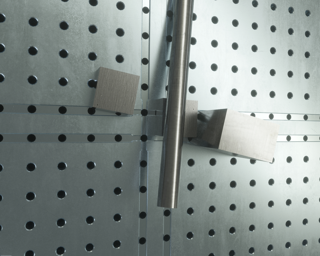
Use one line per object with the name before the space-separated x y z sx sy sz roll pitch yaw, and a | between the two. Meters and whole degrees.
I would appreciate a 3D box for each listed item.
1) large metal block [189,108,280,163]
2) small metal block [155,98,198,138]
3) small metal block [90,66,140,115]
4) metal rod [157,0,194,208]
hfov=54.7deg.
large metal block | 0.098 0.010 0.419 0.081 0.080 0.050 15 85 -20
small metal block | 0.022 -0.013 0.421 0.050 0.025 0.050 3 89 -20
small metal block | -0.057 -0.045 0.391 0.050 0.025 0.050 11 86 -20
metal rod | 0.022 -0.052 0.396 0.025 0.025 0.299 10 78 -20
